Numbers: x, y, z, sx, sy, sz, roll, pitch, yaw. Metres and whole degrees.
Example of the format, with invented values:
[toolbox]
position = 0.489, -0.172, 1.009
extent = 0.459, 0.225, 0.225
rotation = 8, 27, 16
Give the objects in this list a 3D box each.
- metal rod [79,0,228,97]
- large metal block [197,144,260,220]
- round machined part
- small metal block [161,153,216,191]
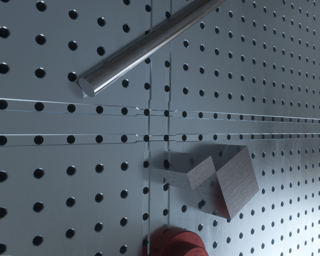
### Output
[metal rod]
position = 0.013, -0.132, 0.419
extent = 0.301, 0.025, 0.025
rotation = -43, 116, -31
[large metal block]
position = 0.102, 0.080, 0.478
extent = 0.081, 0.050, 0.080
rotation = -32, 110, -36
[round machined part]
position = 0.031, 0.192, 0.425
extent = 0.099, 0.042, 0.097
rotation = 0, 90, -40
[small metal block]
position = 0.039, 0.058, 0.426
extent = 0.050, 0.050, 0.025
rotation = -30, 109, -36
